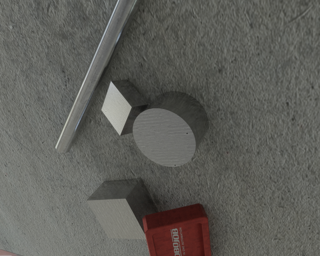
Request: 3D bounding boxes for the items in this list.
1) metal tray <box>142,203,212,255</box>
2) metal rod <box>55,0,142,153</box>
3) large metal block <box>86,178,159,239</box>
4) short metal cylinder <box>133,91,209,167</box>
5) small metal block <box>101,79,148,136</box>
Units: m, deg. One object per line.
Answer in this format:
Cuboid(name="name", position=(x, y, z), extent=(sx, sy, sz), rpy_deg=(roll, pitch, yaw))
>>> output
Cuboid(name="metal tray", position=(0.029, 0.181, 0.469), extent=(0.091, 0.030, 0.129), rpy_deg=(-12, 118, -5))
Cuboid(name="metal rod", position=(-0.090, -0.063, 0.413), extent=(0.025, 0.025, 0.298), rpy_deg=(38, 129, 2))
Cuboid(name="large metal block", position=(-0.057, 0.130, 0.500), extent=(0.080, 0.050, 0.080), rpy_deg=(-11, 113, 32))
Cuboid(name="short metal cylinder", position=(0.014, 0.001, 0.383), extent=(0.080, 0.050, 0.079), rpy_deg=(13, 124, 20))
Cuboid(name="small metal block", position=(-0.047, -0.027, 0.401), extent=(0.050, 0.025, 0.050), rpy_deg=(51, 134, 27))
